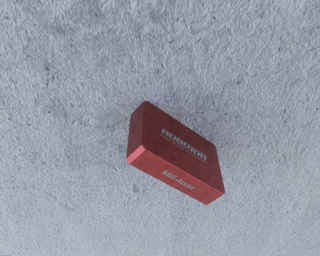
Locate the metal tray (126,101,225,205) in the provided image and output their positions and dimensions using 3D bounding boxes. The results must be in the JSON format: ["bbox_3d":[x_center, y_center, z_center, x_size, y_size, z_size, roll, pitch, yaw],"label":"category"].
[{"bbox_3d":[0.021,0.032,0.393,0.130,0.090,0.030,32,123,-25],"label":"metal tray"}]
